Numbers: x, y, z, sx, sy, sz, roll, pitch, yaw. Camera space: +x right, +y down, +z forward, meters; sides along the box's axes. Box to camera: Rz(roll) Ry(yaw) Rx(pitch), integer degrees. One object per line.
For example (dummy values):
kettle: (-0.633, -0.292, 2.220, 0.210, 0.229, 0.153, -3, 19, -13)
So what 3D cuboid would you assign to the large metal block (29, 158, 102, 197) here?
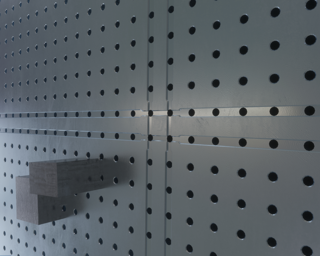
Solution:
large metal block: (-0.152, 0.077, 0.501, 0.080, 0.081, 0.050, -5, 87, 40)

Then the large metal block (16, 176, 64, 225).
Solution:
large metal block: (-0.227, 0.130, 0.582, 0.080, 0.050, 0.080, -4, 87, 40)
